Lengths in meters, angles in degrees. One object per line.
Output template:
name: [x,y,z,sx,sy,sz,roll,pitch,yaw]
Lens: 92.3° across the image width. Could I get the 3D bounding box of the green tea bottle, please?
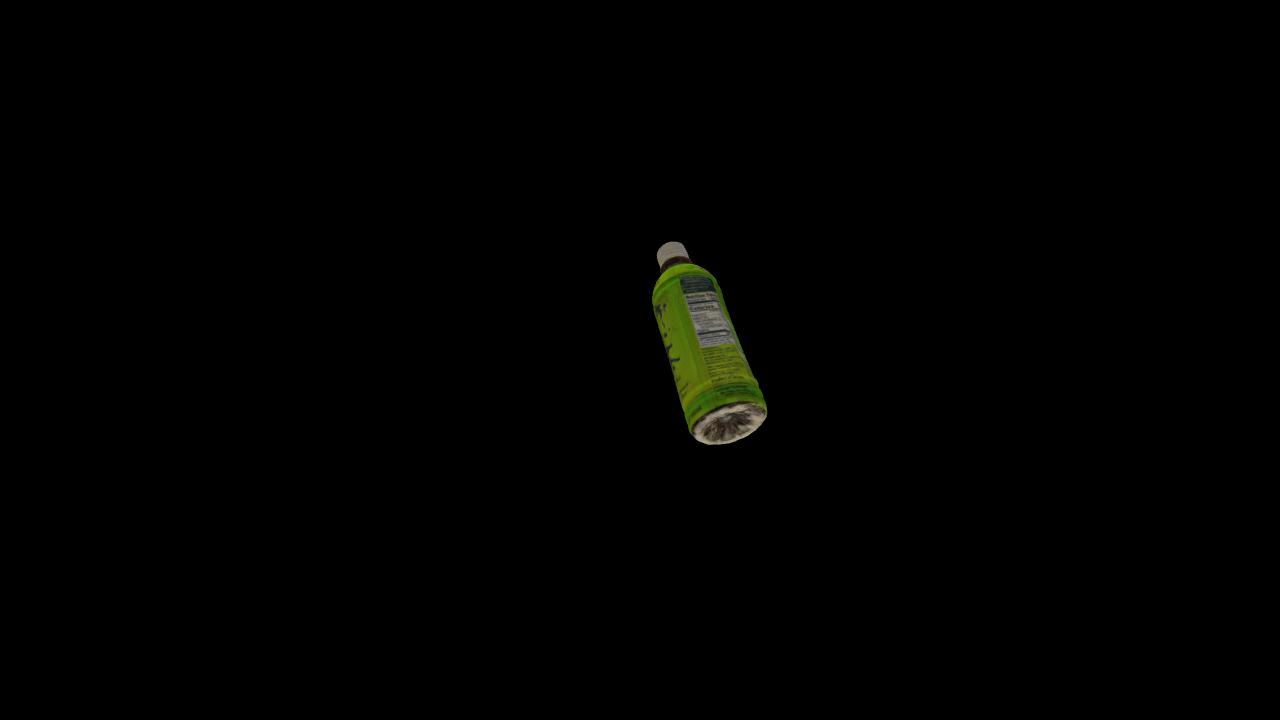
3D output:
green tea bottle: [0.054,-0.028,0.571,0.073,0.212,0.073,-8,-35,-6]
